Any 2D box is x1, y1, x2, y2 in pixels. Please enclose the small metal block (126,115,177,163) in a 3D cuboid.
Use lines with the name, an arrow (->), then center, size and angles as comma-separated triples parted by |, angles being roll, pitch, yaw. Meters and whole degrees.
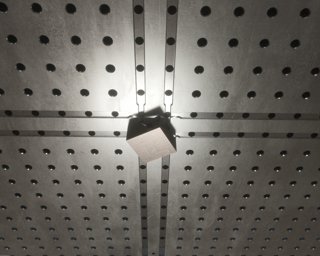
small metal block -> -0.011, 0.017, 0.426 | 0.050, 0.025, 0.050 | -22, 127, 17
